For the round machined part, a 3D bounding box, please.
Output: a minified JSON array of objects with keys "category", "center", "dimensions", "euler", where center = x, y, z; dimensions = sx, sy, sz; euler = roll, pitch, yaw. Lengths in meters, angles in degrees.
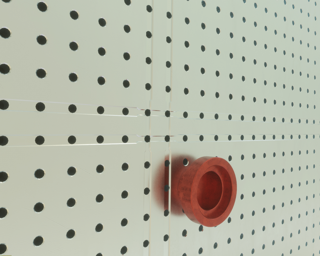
[{"category":"round machined part","center":[0.065,0.090,0.452],"dimensions":[0.099,0.042,0.097],"euler":[0,90,-40]}]
